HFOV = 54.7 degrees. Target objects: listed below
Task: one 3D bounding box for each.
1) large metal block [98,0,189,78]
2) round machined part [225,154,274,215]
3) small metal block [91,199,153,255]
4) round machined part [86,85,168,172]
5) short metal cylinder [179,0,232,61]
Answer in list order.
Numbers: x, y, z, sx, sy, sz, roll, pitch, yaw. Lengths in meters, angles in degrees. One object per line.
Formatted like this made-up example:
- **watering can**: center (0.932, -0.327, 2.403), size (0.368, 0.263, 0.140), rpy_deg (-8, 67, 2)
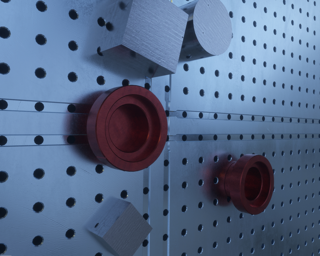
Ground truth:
- **large metal block**: center (-0.018, -0.116, 0.377), size (0.080, 0.050, 0.080), rpy_deg (21, 77, -38)
- **round machined part**: center (0.147, 0.092, 0.521), size (0.099, 0.042, 0.097), rpy_deg (0, 90, -40)
- **small metal block**: center (-0.044, 0.123, 0.372), size (0.050, 0.025, 0.050), rpy_deg (-49, 119, -29)
- **round machined part**: center (-0.041, 0.000, 0.363), size (0.099, 0.042, 0.097), rpy_deg (0, 90, -40)
- **short metal cylinder**: center (0.057, -0.139, 0.440), size (0.081, 0.050, 0.080), rpy_deg (0, 90, -40)
